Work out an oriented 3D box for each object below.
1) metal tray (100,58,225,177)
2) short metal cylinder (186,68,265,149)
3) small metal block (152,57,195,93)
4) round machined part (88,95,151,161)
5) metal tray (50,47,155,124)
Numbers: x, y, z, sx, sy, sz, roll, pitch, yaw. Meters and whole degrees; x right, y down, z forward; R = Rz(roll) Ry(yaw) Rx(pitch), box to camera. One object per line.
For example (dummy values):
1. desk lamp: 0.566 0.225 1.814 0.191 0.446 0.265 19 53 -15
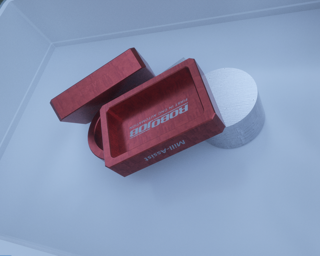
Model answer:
1. metal tray: -0.004 -0.011 0.347 0.130 0.030 0.090 -26 52 17
2. short metal cylinder: 0.076 -0.023 0.360 0.080 0.050 0.080 -13 56 20
3. small metal block: 0.025 -0.056 0.407 0.050 0.050 0.025 -36 51 2
4. round machined part: -0.043 0.006 0.412 0.098 0.042 0.098 -13 56 20
5. metal tray: -0.073 -0.053 0.429 0.130 0.090 0.030 -32 84 7
